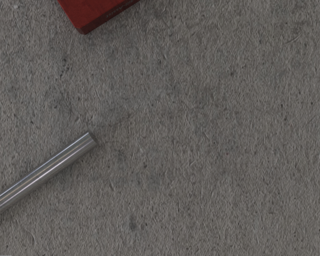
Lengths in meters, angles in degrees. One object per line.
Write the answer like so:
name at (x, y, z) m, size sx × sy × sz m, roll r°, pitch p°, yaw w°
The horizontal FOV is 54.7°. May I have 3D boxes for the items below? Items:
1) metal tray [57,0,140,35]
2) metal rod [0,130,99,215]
metal tray at (-0.075, -0.196, 0.407) m, size 0.130 × 0.030 × 0.090 m, roll -33°, pitch 90°, yaw 0°
metal rod at (-0.210, 0.099, 0.408) m, size 0.301 × 0.025 × 0.025 m, roll -35°, pitch 90°, yaw 0°
